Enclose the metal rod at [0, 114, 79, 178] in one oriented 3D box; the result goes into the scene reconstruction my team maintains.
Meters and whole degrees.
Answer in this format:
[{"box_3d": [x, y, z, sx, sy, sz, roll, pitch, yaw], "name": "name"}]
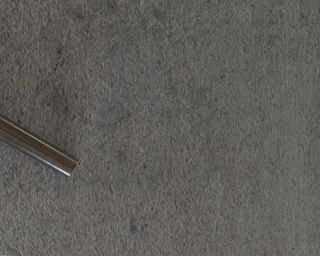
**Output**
[{"box_3d": [-0.223, -0.033, 0.326, 0.301, 0.025, 0.025, 34, 79, -17], "name": "metal rod"}]
